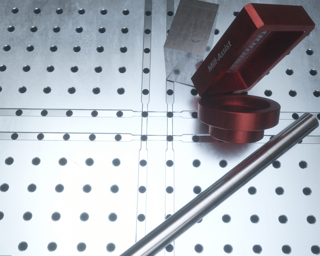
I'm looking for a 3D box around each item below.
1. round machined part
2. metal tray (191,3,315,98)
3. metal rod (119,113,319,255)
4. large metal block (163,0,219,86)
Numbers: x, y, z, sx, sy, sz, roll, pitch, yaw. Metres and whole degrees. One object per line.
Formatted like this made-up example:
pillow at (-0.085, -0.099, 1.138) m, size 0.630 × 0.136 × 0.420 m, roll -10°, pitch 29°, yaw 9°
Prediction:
round machined part at (0.097, -0.012, 0.389) m, size 0.099 × 0.098 × 0.042 m, roll 0°, pitch 109°, yaw 0°
metal tray at (0.106, -0.088, 0.375) m, size 0.091 × 0.129 × 0.030 m, roll -10°, pitch 66°, yaw -29°
metal rod at (0.081, 0.073, 0.385) m, size 0.301 × 0.025 × 0.025 m, roll -35°, pitch 74°, yaw -12°
large metal block at (0.042, -0.114, 0.423) m, size 0.050 × 0.080 × 0.080 m, roll 15°, pitch 71°, yaw 9°
